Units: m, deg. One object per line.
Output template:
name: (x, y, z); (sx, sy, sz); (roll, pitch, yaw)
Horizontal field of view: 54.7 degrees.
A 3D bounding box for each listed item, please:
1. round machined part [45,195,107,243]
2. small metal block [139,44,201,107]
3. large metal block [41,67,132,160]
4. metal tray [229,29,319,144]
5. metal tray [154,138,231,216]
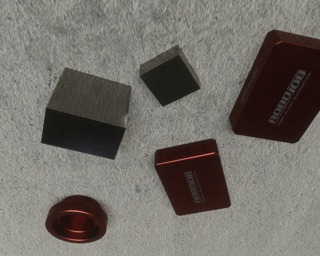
round machined part: (-0.138, 0.150, 0.523); (0.099, 0.042, 0.097); (0, 130, 0)
small metal block: (0.012, -0.059, 0.357); (0.050, 0.025, 0.050); (-25, 126, 19)
large metal block: (-0.081, -0.018, 0.355); (0.081, 0.080, 0.050); (15, 129, -13)
metal tray: (0.148, -0.043, 0.369); (0.091, 0.030, 0.129); (9, 130, -8)
metal tray: (0.053, 0.079, 0.472); (0.090, 0.030, 0.129); (-13, 129, 10)
